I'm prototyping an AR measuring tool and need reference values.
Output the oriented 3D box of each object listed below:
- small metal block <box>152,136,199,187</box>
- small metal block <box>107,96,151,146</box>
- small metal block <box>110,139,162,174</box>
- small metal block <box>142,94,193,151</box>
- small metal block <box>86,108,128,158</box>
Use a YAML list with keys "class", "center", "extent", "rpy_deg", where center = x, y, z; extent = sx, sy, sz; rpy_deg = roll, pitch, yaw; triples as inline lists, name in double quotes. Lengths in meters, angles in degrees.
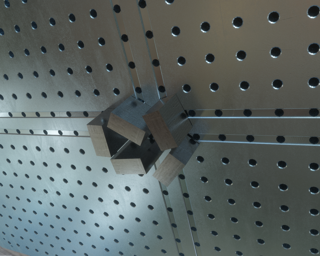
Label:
- class: "small metal block"
  center: [0.021, 0.042, 0.410]
  extent: [0.025, 0.050, 0.050]
  rpy_deg: [37, 129, 5]
- class: "small metal block"
  center: [-0.032, -0.011, 0.406]
  extent: [0.050, 0.050, 0.025]
  rpy_deg: [29, 129, 9]
- class: "small metal block"
  center: [-0.033, 0.040, 0.437]
  extent: [0.050, 0.050, 0.025]
  rpy_deg: [-5, 116, 30]
- class: "small metal block"
  center: [0.011, -0.008, 0.384]
  extent: [0.025, 0.050, 0.050]
  rpy_deg: [-17, 109, 35]
- class: "small metal block"
  center: [-0.072, 0.006, 0.437]
  extent: [0.025, 0.050, 0.050]
  rpy_deg: [4, 121, 27]
